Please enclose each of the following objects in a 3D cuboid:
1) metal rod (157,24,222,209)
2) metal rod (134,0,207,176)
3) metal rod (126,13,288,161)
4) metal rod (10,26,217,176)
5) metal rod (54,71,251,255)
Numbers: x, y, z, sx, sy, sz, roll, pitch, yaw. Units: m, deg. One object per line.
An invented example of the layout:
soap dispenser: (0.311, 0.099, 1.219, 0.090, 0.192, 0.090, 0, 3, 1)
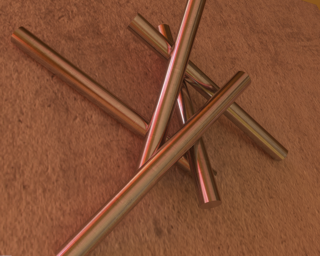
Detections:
metal rod: (0.031, -0.037, 0.423, 0.025, 0.025, 0.299, 7, 52, -25)
metal rod: (0.021, -0.078, 0.387, 0.025, 0.025, 0.299, 20, 78, -17)
metal rod: (0.077, -0.048, 0.439, 0.301, 0.025, 0.025, 39, 50, -17)
metal rod: (-0.054, -0.024, 0.390, 0.301, 0.025, 0.025, 37, 51, -4)
metal rod: (0.011, 0.029, 0.347, 0.025, 0.025, 0.301, 45, 65, 3)
